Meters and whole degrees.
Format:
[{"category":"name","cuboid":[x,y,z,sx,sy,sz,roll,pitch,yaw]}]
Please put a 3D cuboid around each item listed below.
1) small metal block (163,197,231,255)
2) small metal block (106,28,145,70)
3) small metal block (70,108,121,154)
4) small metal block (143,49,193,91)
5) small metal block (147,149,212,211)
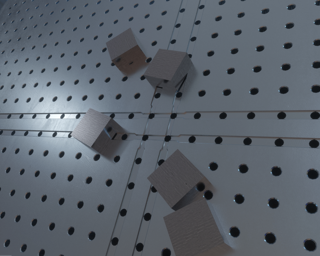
[{"category":"small metal block","cuboid":[0.038,0.108,0.323,0.050,0.025,0.050,-29,52,10]},{"category":"small metal block","cuboid":[-0.059,-0.134,0.523,0.050,0.025,0.050,-29,52,10]},{"category":"small metal block","cuboid":[-0.095,0.004,0.457,0.050,0.025,0.050,23,74,36]},{"category":"small metal block","cuboid":[0.012,-0.087,0.456,0.050,0.025,0.050,18,71,35]},{"category":"small metal block","cuboid":[0.022,0.061,0.360,0.050,0.025,0.050,-43,51,-2]}]
